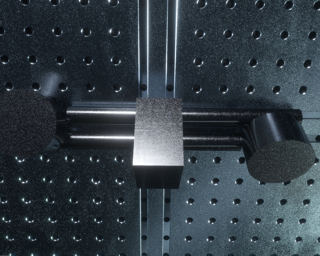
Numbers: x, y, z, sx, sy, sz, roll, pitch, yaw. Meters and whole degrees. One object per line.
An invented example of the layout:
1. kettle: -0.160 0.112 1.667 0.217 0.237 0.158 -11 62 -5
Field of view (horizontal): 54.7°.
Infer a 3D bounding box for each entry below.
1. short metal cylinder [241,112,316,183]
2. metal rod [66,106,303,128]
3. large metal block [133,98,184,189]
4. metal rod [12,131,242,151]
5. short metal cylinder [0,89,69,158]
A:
1. short metal cylinder: 0.148 0.026 0.397 0.081 0.050 0.079 0 132 0
2. metal rod: 0.032 -0.015 0.408 0.302 0.025 0.025 1 110 -1
3. large metal block: -0.002 0.020 0.359 0.050 0.080 0.080 1 152 0
4. metal rod: -0.043 0.017 0.419 0.302 0.025 0.025 1 110 -1
5. short metal cylinder: -0.160 -0.005 0.382 0.081 0.050 0.080 0 87 -1
